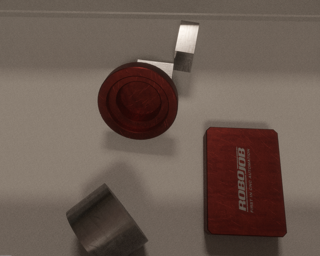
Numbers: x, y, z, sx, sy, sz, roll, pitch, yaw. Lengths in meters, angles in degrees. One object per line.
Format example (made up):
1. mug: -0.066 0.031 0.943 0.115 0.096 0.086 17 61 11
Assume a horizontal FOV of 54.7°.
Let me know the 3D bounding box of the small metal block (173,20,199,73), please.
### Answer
1. small metal block: 0.037 -0.114 0.439 0.025 0.050 0.050 10 70 3

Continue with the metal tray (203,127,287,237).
1. metal tray: 0.101 0.066 0.384 0.091 0.030 0.130 2 70 0

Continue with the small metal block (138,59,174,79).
1. small metal block: -0.009 -0.065 0.433 0.050 0.025 0.050 7 70 2

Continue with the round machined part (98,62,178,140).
1. round machined part: -0.026 -0.037 0.395 0.099 0.097 0.042 6 29 2

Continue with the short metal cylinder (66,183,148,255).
1. short metal cylinder: -0.057 0.108 0.340 0.050 0.080 0.080 -37 75 -12
